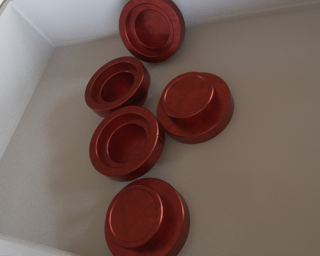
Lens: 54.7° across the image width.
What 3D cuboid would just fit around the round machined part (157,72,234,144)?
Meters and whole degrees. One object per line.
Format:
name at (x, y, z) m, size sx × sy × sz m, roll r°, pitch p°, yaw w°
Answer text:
round machined part at (0.040, -0.032, 0.393) m, size 0.098 × 0.042 × 0.098 m, roll -13°, pitch 56°, yaw 20°

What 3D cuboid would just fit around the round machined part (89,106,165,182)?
round machined part at (-0.038, 0.023, 0.399) m, size 0.098 × 0.042 × 0.098 m, roll -13°, pitch 57°, yaw 21°

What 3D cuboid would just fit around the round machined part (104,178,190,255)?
round machined part at (-0.020, 0.101, 0.342) m, size 0.098 × 0.042 × 0.098 m, roll -13°, pitch 56°, yaw 20°

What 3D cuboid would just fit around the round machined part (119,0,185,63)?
round machined part at (-0.008, -0.151, 0.464) m, size 0.098 × 0.097 × 0.042 m, roll -2°, pitch 30°, yaw 27°

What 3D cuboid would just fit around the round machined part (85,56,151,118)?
round machined part at (-0.057, -0.055, 0.454) m, size 0.098 × 0.042 × 0.098 m, roll -15°, pitch 52°, yaw 20°
